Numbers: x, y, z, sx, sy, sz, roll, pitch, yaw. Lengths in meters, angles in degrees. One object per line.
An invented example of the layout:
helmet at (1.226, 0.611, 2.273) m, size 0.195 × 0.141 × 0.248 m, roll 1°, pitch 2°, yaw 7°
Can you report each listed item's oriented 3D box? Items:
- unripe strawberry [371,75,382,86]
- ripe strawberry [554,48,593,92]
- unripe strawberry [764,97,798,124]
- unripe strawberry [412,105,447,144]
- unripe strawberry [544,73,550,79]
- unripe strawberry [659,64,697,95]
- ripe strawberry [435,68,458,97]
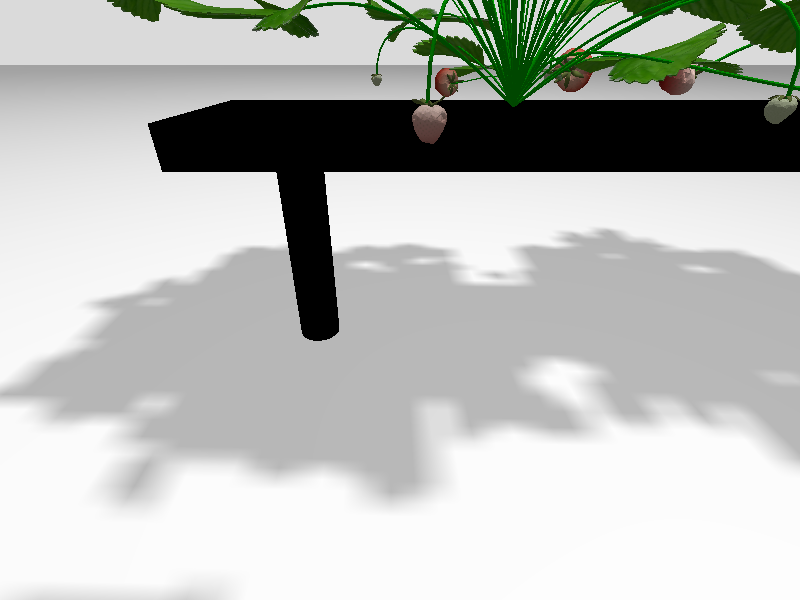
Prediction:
unripe strawberry at (-0.023, -0.220, 0.401) m, size 0.010 × 0.010 × 0.011 m, roll 26°, pitch 40°, yaw 36°
ripe strawberry at (0.195, -0.256, 0.446) m, size 0.041 × 0.043 × 0.044 m, roll 19°, pitch 36°, yaw 27°
unripe strawberry at (0.178, -0.089, 0.188) m, size 0.011 × 0.011 × 0.011 m, roll -18°, pitch 36°, yaw -26°
unripe strawberry at (0.013, -0.080, 0.182) m, size 0.015 × 0.016 × 0.017 m, roll 15°, pitch 35°, yaw 22°
unripe strawberry at (0.172, -0.259, 0.463) m, size 0.011 × 0.012 × 0.013 m, roll 14°, pitch 34°, yaw 21°
unripe strawberry at (0.269, -0.216, 0.388) m, size 0.030 × 0.032 × 0.028 m, roll 0°, pitch 30°, yaw 22°
ripe strawberry at (0.044, -0.214, 0.393) m, size 0.024 × 0.025 × 0.026 m, roll -14°, pitch 34°, yaw -21°
